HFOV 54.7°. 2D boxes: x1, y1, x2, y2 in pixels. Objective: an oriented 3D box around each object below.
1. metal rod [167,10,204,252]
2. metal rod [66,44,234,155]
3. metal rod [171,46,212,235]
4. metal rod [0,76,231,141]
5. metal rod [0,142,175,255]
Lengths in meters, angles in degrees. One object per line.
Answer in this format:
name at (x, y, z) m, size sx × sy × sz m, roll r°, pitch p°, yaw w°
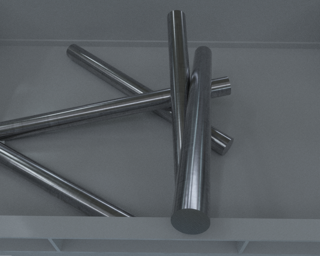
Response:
metal rod at (0.026, -0.015, 0.364) m, size 0.025 × 0.025 × 0.299 m, roll -1°, pitch 66°, yaw -1°
metal rod at (-0.029, -0.051, 0.447) m, size 0.300 × 0.025 × 0.025 m, roll 33°, pitch 58°, yaw 24°
metal rod at (0.041, -0.023, 0.320) m, size 0.025 × 0.025 × 0.301 m, roll 7°, pitch 34°, yaw 5°
metal rod at (-0.059, -0.025, 0.403) m, size 0.302 × 0.025 × 0.025 m, roll -12°, pitch 51°, yaw -1°
metal rod at (-0.122, 0.062, 0.351) m, size 0.301 × 0.025 × 0.025 m, roll 23°, pitch 54°, yaw 18°
